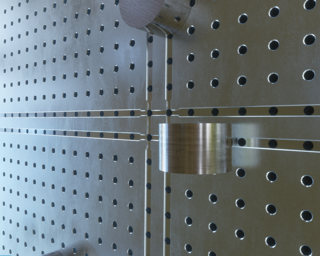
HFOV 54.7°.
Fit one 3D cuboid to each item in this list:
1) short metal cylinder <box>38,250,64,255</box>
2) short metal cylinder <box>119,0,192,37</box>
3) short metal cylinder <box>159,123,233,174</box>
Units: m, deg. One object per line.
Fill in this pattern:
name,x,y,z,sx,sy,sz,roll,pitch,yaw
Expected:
short metal cylinder,-0.207,0.272,0.564,0.080,0.050,0.079,0,90,40
short metal cylinder,-0.006,-0.163,0.398,0.080,0.050,0.080,0,90,40
short metal cylinder,0.039,0.020,0.341,0.080,0.081,0.050,0,90,40
